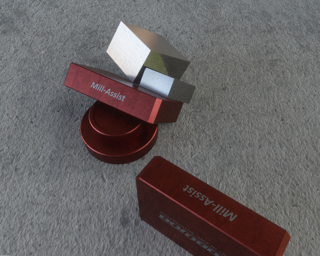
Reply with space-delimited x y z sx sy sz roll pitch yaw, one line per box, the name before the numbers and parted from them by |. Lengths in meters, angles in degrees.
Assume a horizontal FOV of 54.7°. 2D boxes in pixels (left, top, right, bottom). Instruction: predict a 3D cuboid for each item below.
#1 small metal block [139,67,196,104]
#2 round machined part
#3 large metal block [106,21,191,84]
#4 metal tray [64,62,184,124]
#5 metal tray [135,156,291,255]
small metal block | 0.010 -0.055 0.408 0.050 0.025 0.050 29 13 36
round machined part | -0.052 -0.007 0.392 0.099 0.042 0.098 0 54 1
large metal block | -0.017 -0.103 0.450 0.081 0.050 0.080 2 39 -46
metal tray | -0.044 -0.045 0.402 0.130 0.030 0.090 24 11 19
metal tray | 0.040 0.089 0.286 0.130 0.089 0.030 29 56 21
